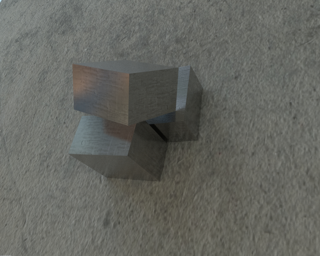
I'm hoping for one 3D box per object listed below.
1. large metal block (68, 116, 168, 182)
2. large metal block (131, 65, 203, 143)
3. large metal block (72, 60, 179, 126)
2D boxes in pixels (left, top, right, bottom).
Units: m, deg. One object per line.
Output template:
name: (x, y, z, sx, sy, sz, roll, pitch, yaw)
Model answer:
large metal block: (-0.047, 0.026, 0.376, 0.080, 0.080, 0.050, -1, 62, 27)
large metal block: (0.006, -0.028, 0.400, 0.080, 0.050, 0.080, -5, 59, 25)
large metal block: (-0.037, -0.044, 0.341, 0.080, 0.081, 0.050, 16, 112, 34)
